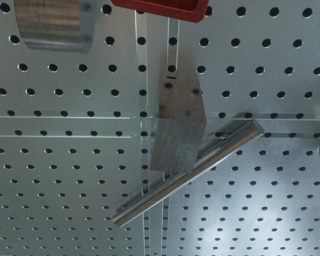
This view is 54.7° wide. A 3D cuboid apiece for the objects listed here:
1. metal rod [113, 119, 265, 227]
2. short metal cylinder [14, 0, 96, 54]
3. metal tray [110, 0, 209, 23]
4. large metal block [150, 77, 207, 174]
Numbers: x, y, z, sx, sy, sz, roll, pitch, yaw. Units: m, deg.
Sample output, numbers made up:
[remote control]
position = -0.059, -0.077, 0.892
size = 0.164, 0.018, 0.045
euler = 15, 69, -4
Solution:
[metal rod]
position = 0.028, 0.081, 0.480
size = 0.025, 0.025, 0.299
euler = 36, 122, -26
[short metal cylinder]
position = -0.090, -0.110, 0.281
size = 0.050, 0.080, 0.079
euler = 4, 130, -3
[metal tray]
position = 0.010, -0.166, 0.266
size = 0.091, 0.030, 0.129
euler = 9, 130, -8
[large metal block]
position = 0.018, -0.003, 0.373
size = 0.050, 0.080, 0.079
euler = 6, 130, -5
